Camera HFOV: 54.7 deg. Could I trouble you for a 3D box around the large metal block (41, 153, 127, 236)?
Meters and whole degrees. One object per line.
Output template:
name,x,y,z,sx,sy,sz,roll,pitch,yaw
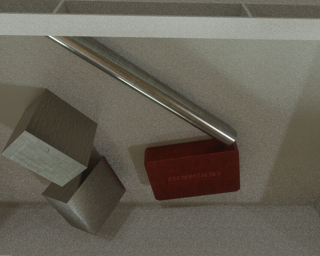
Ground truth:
large metal block,-0.103,0.091,0.440,0.050,0.080,0.080,7,138,34

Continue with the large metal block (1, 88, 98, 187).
large metal block,-0.130,0.012,0.381,0.050,0.080,0.080,-36,122,26

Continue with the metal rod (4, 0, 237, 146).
metal rod,-0.025,-0.055,0.361,0.301,0.025,0.025,30,124,-23

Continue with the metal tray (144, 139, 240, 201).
metal tray,0.050,0.063,0.460,0.131,0.030,0.090,-8,130,6
